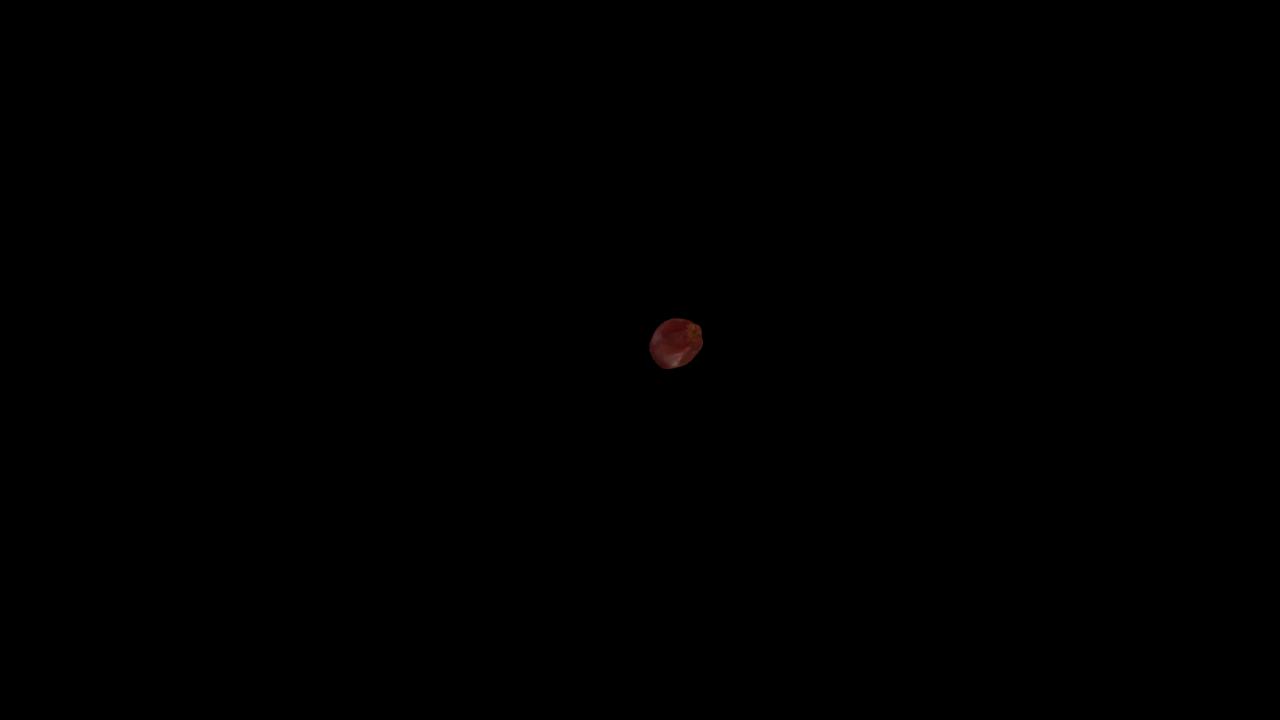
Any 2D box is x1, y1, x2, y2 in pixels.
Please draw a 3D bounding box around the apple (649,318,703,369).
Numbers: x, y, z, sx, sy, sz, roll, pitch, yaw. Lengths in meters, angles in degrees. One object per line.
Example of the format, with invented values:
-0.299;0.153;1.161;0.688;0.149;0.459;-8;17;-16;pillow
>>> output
0.058;-0.028;0.998;0.079;0.079;0.093;0;-22;-37;apple
